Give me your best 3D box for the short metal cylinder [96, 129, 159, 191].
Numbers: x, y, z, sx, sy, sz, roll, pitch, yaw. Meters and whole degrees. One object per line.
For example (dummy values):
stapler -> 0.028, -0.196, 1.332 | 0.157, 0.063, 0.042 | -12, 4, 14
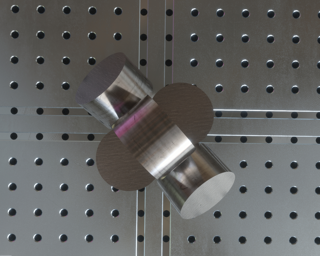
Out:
short metal cylinder -> -0.037, 0.037, 0.400 | 0.081, 0.050, 0.079 | 0, 90, -1

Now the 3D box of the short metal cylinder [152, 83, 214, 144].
short metal cylinder -> 0.025, -0.016, 0.400 | 0.081, 0.050, 0.079 | 0, 90, -1

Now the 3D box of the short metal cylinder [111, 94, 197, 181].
short metal cylinder -> -0.006, 0.010, 0.334 | 0.050, 0.080, 0.080 | -41, 91, 0

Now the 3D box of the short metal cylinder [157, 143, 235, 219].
short metal cylinder -> 0.044, 0.065, 0.379 | 0.080, 0.080, 0.050 | -41, 55, 0

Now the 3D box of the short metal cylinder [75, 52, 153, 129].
short metal cylinder -> -0.056, -0.045, 0.378 | 0.080, 0.080, 0.050 | -46, 125, 0
